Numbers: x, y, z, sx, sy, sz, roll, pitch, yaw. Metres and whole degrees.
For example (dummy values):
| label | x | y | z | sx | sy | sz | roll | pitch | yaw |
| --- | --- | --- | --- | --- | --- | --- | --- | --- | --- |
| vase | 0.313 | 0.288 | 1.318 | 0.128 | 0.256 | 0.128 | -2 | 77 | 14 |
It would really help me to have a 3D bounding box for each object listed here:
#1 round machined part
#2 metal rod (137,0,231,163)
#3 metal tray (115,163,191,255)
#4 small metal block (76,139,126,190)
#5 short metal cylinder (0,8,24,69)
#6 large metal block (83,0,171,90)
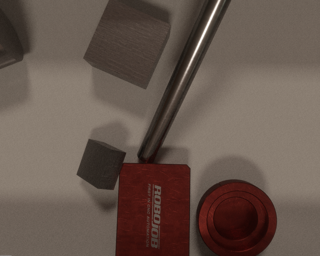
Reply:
| label | x | y | z | sx | sy | sz | roll | pitch | yaw |
| --- | --- | --- | --- | --- | --- | --- | --- | --- | --- |
| round machined part | 0.096 | 0.115 | 0.404 | 0.099 | 0.042 | 0.097 | 0 | 90 | -1 |
| metal rod | 0.037 | -0.082 | 0.347 | 0.025 | 0.025 | 0.298 | 24 | 117 | -1 |
| metal tray | -0.008 | 0.111 | 0.400 | 0.091 | 0.030 | 0.129 | 2 | 82 | -1 |
| small metal block | -0.076 | 0.046 | 0.397 | 0.050 | 0.025 | 0.050 | 19 | 90 | 43 |
| short metal cylinder | -0.215 | -0.111 | 0.381 | 0.050 | 0.080 | 0.080 | -22 | 90 | 0 |
| large metal block | -0.040 | -0.105 | 0.398 | 0.080 | 0.050 | 0.080 | 24 | 90 | -1 |
